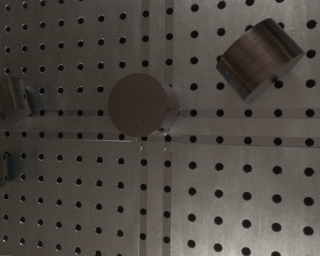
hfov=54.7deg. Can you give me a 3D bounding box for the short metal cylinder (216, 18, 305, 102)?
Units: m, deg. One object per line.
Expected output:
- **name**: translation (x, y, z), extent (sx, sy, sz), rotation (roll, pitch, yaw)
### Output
- **short metal cylinder**: translation (0.110, -0.074, 0.344), extent (0.080, 0.080, 0.050), rotation (-40, 78, 15)

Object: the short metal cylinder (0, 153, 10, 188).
- **short metal cylinder**: translation (-0.279, 0.068, 0.479), extent (0.080, 0.080, 0.050), rotation (-4, 89, 19)

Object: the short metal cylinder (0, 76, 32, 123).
- **short metal cylinder**: translation (-0.242, -0.040, 0.467), extent (0.080, 0.080, 0.050), rotation (-17, 84, 19)

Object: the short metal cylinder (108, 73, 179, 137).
- **short metal cylinder**: translation (-0.020, -0.028, 0.406), extent (0.080, 0.050, 0.079), rotation (0, 90, 19)
